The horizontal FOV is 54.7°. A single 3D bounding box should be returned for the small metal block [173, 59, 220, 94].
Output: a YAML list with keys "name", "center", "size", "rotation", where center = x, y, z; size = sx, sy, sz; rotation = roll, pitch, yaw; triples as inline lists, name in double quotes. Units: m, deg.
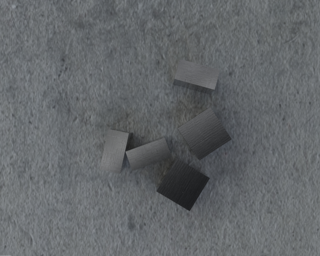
- name: "small metal block"
  center: [0.045, -0.065, 0.398]
  size: [0.050, 0.050, 0.025]
  rotation: [15, 90, -1]

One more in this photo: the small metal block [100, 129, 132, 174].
- name: "small metal block"
  center: [-0.055, 0.028, 0.397]
  size: [0.025, 0.050, 0.050]
  rotation: [12, 90, 0]

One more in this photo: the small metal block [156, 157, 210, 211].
- name: "small metal block"
  center: [0.030, 0.073, 0.410]
  size: [0.050, 0.025, 0.050]
  rotation: [31, 90, -1]

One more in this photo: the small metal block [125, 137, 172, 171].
- name: "small metal block"
  center: [-0.014, 0.032, 0.397]
  size: [0.050, 0.050, 0.025]
  rotation: [-20, 90, 0]

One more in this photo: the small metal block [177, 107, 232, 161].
- name: "small metal block"
  center: [0.058, 0.007, 0.411]
  size: [0.050, 0.025, 0.050]
  rotation: [-34, 90, 0]
